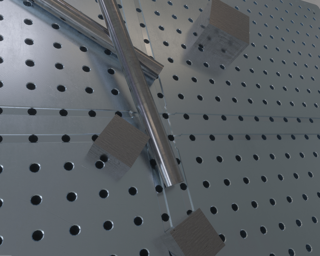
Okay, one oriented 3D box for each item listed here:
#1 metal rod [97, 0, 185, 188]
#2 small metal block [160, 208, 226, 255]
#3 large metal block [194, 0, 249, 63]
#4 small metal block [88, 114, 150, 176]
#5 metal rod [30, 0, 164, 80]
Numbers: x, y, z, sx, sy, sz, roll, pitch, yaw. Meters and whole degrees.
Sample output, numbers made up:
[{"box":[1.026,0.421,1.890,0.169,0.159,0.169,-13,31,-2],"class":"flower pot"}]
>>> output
[{"box":[-0.033,-0.068,0.408,0.025,0.025,0.299,-12,75,-33],"class":"metal rod"},{"box":[0.037,0.128,0.350,0.050,0.025,0.050,-27,77,-37],"class":"small metal block"},{"box":[0.113,-0.178,0.561,0.080,0.050,0.080,22,53,-15],"class":"large metal block"},{"box":[-0.048,0.020,0.370,0.050,0.025,0.050,35,51,-5],"class":"small metal block"},{"box":[-0.127,-0.159,0.436,0.301,0.025,0.025,32,52,-8],"class":"metal rod"}]
